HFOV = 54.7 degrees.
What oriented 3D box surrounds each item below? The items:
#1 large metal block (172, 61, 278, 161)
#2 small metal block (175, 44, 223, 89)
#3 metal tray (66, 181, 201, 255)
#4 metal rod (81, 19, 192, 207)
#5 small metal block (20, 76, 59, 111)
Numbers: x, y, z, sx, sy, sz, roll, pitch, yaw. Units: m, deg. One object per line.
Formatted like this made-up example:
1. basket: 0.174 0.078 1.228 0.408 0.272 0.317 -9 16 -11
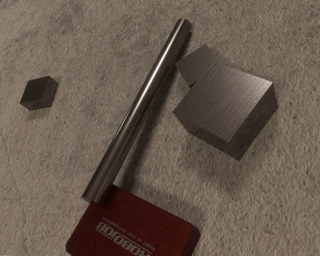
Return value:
1. large metal block: 0.076 -0.021 0.360 0.080 0.050 0.080 31 79 37
2. small metal block: 0.055 -0.079 0.423 0.050 0.025 0.050 -31 52 7
3. metal tray: -0.033 0.124 0.341 0.130 0.030 0.090 18 71 34
4. metal rod: -0.020 -0.038 0.414 0.025 0.025 0.300 8 59 31
5. small metal block: -0.215 -0.062 0.551 0.050 0.025 0.050 -8 58 23
